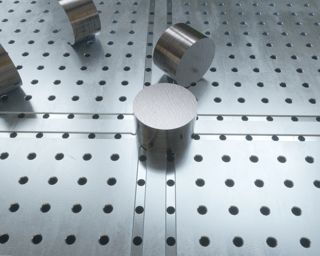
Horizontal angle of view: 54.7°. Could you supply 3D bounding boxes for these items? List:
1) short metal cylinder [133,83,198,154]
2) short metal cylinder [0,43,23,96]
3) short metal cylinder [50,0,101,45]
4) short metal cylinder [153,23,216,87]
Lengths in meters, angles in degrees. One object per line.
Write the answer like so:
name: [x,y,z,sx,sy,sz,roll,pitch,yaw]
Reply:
short metal cylinder: [0.006,-0.013,0.402,0.081,0.050,0.080,0,50,0]
short metal cylinder: [-0.242,-0.084,0.441,0.050,0.080,0.080,-35,58,-26]
short metal cylinder: [-0.145,-0.190,0.530,0.050,0.080,0.080,-32,57,-24]
short metal cylinder: [0.037,-0.109,0.463,0.080,0.080,0.050,-33,58,-25]
